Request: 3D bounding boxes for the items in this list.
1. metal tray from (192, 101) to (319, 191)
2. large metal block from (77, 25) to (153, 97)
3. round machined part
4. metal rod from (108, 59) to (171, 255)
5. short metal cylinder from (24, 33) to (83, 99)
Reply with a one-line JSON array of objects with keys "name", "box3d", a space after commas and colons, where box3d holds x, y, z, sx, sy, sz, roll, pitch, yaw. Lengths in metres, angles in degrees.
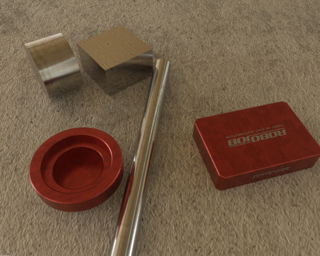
[{"name": "metal tray", "box3d": [0.117, 0.018, 0.386, 0.131, 0.030, 0.090, -12, 51, -10]}, {"name": "large metal block", "box3d": [-0.067, -0.105, 0.474, 0.081, 0.050, 0.080, -31, 57, -24]}, {"name": "round machined part", "box3d": [-0.090, 0.049, 0.349, 0.099, 0.042, 0.098, 0, 50, 0]}, {"name": "metal rod", "box3d": [-0.017, 0.015, 0.390, 0.025, 0.025, 0.300, 7, 50, 5]}, {"name": "short metal cylinder", "box3d": [-0.151, -0.088, 0.439, 0.050, 0.080, 0.080, -26, 55, -20]}]
